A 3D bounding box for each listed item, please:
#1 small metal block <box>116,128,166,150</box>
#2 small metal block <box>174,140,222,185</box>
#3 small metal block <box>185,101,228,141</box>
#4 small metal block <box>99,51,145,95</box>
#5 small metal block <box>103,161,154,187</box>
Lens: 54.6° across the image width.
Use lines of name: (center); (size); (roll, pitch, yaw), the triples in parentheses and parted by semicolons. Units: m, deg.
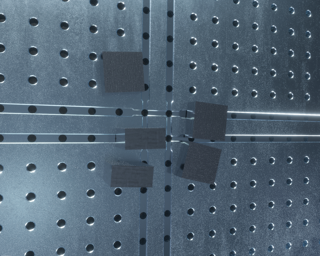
small metal block: (-0.025, 0.012, 0.390); (0.050, 0.050, 0.025); (-1, 91, -20)
small metal block: (0.053, 0.048, 0.432); (0.050, 0.025, 0.050); (15, 85, -20)
small metal block: (0.065, -0.009, 0.436); (0.050, 0.025, 0.050); (6, 88, -20)
small metal block: (-0.049, -0.069, 0.394); (0.050, 0.025, 0.050); (-5, 92, -20)
small metal block: (-0.040, 0.056, 0.384); (0.050, 0.050, 0.025); (4, 89, -20)
